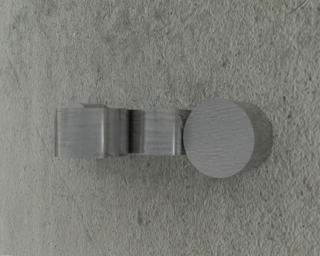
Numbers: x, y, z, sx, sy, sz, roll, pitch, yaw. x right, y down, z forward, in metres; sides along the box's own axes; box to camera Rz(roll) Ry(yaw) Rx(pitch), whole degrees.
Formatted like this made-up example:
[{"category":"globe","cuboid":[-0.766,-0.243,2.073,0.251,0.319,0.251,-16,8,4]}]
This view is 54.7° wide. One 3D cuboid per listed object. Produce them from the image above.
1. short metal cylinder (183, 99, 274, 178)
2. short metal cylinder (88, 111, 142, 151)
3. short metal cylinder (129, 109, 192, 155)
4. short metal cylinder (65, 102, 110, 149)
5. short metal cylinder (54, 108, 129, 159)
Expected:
[{"category":"short metal cylinder","cuboid":[0.072,0.010,0.330,0.080,0.050,0.080,1,91,39]},{"category":"short metal cylinder","cuboid":[-0.060,0.003,0.421,0.080,0.081,0.050,1,91,40]},{"category":"short metal cylinder","cuboid":[0.001,0.004,0.370,0.080,0.081,0.050,1,90,40]},{"category":"short metal cylinder","cuboid":[-0.112,0.001,0.483,0.080,0.050,0.080,0,90,39]},{"category":"short metal cylinder","cuboid":[-0.074,0.004,0.342,0.080,0.081,0.050,1,92,40]}]
